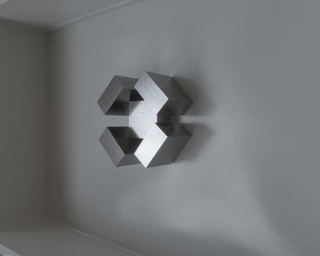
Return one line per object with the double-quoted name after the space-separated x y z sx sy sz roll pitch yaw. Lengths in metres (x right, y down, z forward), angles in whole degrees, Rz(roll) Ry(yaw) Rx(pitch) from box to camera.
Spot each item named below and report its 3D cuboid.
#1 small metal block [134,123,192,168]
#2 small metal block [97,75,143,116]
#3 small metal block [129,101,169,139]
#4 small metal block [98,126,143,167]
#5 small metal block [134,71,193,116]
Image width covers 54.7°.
0.004 0.021 0.384 0.025 0.050 0.050 47 117 28 "small metal block"
-0.050 -0.043 0.429 0.050 0.050 0.025 -50 60 29 "small metal block"
-0.015 -0.011 0.417 0.050 0.025 0.050 1 91 40 "small metal block"
-0.048 0.024 0.428 0.050 0.050 0.025 53 122 27 "small metal block"
0.005 -0.042 0.384 0.025 0.050 0.050 -52 61 27 "small metal block"
